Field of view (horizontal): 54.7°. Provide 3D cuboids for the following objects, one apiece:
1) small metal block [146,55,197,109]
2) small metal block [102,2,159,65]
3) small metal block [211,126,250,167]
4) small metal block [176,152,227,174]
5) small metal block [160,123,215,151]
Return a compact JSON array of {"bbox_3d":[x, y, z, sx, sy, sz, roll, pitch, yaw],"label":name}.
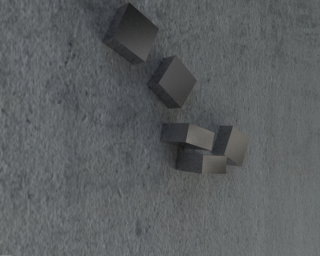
[{"bbox_3d":[0.017,-0.062,0.421,0.050,0.025,0.050,45,63,-31],"label":"small metal block"},{"bbox_3d":[-0.035,-0.113,0.377,0.050,0.025,0.050,32,70,-36],"label":"small metal block"},{"bbox_3d":[0.116,0.030,0.505,0.050,0.025,0.050,33,69,-35],"label":"small metal block"},{"bbox_3d":[0.059,0.050,0.440,0.050,0.050,0.025,7,86,-40],"label":"small metal block"},{"bbox_3d":[0.037,0.012,0.422,0.050,0.050,0.025,19,78,-39],"label":"small metal block"}]
